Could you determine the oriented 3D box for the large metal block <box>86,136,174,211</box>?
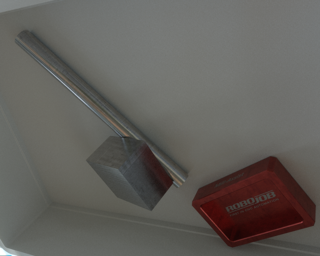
[{"bbox_3d":[-0.042,0.060,0.424,0.080,0.050,0.080,5,135,49],"label":"large metal block"}]

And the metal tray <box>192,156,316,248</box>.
[{"bbox_3d":[0.118,0.101,0.405,0.090,0.030,0.130,49,128,-7],"label":"metal tray"}]

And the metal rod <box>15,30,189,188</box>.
[{"bbox_3d":[-0.080,-0.025,0.432,0.300,0.025,0.025,42,129,-2],"label":"metal rod"}]
